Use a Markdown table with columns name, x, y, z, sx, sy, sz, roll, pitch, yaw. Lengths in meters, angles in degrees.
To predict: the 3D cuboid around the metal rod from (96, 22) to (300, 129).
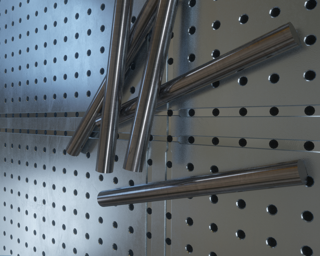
| name | x | y | z | sx | sy | sz | roll | pitch | yaw |
| --- | --- | --- | --- | --- | --- | --- | --- | --- | --- |
| metal rod | 0.020 | -0.050 | 0.393 | 0.299 | 0.025 | 0.025 | -21 | 77 | 38 |

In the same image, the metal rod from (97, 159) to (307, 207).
| name | x | y | z | sx | sy | sz | roll | pitch | yaw |
| --- | --- | --- | --- | --- | --- | --- | --- | --- | --- |
| metal rod | 0.024 | 0.076 | 0.390 | 0.299 | 0.025 | 0.025 | -17 | 79 | 38 |

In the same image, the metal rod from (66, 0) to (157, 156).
| name | x | y | z | sx | sy | sz | roll | pitch | yaw |
| --- | --- | --- | --- | --- | --- | --- | --- | --- | --- |
| metal rod | -0.073 | -0.070 | 0.471 | 0.025 | 0.025 | 0.298 | 50 | 119 | 28 |

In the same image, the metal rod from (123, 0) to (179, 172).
| name | x | y | z | sx | sy | sz | roll | pitch | yaw |
| --- | --- | --- | --- | --- | --- | --- | --- | --- | --- |
| metal rod | -0.003 | -0.094 | 0.387 | 0.025 | 0.025 | 0.299 | 12 | 90 | 39 |

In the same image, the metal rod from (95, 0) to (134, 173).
| name | x | y | z | sx | sy | sz | roll | pitch | yaw |
| --- | --- | --- | --- | --- | --- | --- | --- | --- | --- |
| metal rod | -0.059 | -0.086 | 0.425 | 0.025 | 0.025 | 0.298 | 13 | 98 | 39 |
